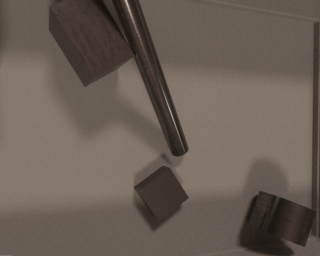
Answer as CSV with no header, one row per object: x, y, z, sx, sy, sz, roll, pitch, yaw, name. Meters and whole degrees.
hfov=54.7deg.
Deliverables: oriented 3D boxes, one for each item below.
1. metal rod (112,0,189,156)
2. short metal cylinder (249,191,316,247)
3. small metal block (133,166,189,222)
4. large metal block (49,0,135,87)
-0.017,-0.083,0.338,0.025,0.025,0.299,-34,127,-17,metal rod
0.176,0.130,0.448,0.080,0.080,0.050,25,82,-19,short metal cylinder
0.002,0.086,0.412,0.050,0.025,0.050,-35,102,-17,small metal block
-0.081,-0.098,0.352,0.050,0.080,0.080,-34,101,-17,large metal block
